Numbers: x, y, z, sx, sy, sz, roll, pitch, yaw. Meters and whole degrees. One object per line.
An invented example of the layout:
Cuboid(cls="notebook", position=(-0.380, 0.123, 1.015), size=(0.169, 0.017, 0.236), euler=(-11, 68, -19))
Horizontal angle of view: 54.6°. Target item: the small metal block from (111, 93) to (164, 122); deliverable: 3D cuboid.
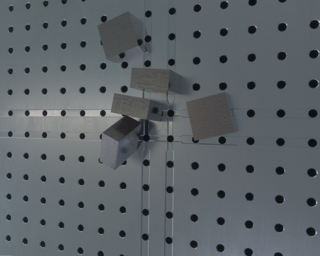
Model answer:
Cuboid(cls="small metal block", position=(-0.029, -0.027, 0.410), size=(0.050, 0.050, 0.025), euler=(12, 92, 20))

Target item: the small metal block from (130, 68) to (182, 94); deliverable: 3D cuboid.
Cuboid(cls="small metal block", position=(-0.004, -0.060, 0.401), size=(0.050, 0.050, 0.025), euler=(7, 93, 20))

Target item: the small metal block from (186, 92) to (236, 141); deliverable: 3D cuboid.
Cuboid(cls="small metal block", position=(0.065, -0.014, 0.390), size=(0.050, 0.025, 0.050), euler=(-13, 86, 19))

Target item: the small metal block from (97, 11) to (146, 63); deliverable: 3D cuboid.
Cuboid(cls="small metal block", position=(-0.053, -0.125, 0.432), size=(0.050, 0.025, 0.050), euler=(-18, 84, 19))

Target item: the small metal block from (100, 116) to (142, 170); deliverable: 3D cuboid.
Cuboid(cls="small metal block", position=(-0.052, 0.019, 0.408), size=(0.025, 0.050, 0.050), euler=(27, 130, 18))
